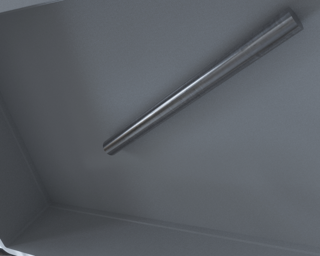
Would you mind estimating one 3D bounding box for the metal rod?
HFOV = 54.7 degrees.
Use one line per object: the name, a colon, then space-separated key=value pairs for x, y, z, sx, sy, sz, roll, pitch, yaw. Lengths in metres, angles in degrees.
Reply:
metal rod: x=0.024 y=-0.035 z=0.372 sx=0.299 sy=0.025 sz=0.025 roll=-33 pitch=100 yaw=38
